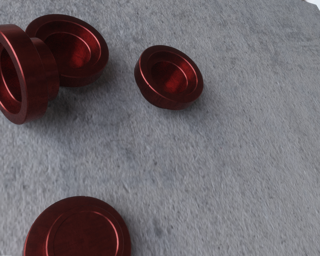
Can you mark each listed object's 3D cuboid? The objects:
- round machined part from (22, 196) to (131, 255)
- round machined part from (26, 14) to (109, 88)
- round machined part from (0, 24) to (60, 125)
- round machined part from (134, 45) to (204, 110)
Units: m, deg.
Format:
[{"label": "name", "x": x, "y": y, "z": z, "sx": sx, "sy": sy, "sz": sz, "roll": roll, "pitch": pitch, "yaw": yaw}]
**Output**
[{"label": "round machined part", "x": -0.073, "y": 0.110, "z": 0.287, "sx": 0.099, "sy": 0.042, "sz": 0.098, "roll": 14, "pitch": 56, "yaw": -21}, {"label": "round machined part", "x": -0.117, "y": -0.090, "z": 0.386, "sx": 0.099, "sy": 0.042, "sz": 0.098, "roll": 14, "pitch": 56, "yaw": -21}, {"label": "round machined part", "x": -0.140, "y": -0.056, "z": 0.317, "sx": 0.042, "sy": 0.097, "sz": 0.098, "roll": -25, "pitch": 75, "yaw": -42}, {"label": "round machined part", "x": 0.009, "y": -0.066, "z": 0.440, "sx": 0.099, "sy": 0.042, "sz": 0.098, "roll": 14, "pitch": 56, "yaw": -21}]
